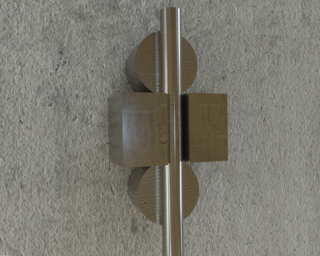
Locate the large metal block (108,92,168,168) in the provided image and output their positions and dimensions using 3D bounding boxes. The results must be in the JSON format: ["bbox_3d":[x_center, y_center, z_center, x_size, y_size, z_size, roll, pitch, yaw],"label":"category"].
[{"bbox_3d":[-0.029,0.001,0.370,0.050,0.080,0.080,-1,90,-20],"label":"large metal block"}]

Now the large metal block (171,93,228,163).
[{"bbox_3d":[0.043,-0.001,0.397,0.050,0.080,0.080,-1,90,-20],"label":"large metal block"}]

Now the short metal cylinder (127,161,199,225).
[{"bbox_3d":[0.003,0.078,0.399,0.081,0.050,0.080,0,90,-20],"label":"short metal cylinder"}]

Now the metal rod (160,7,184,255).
[{"bbox_3d":[0.014,0.013,0.362,0.025,0.025,0.298,-1,90,-20],"label":"metal rod"}]

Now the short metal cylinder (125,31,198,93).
[{"bbox_3d":[0.001,-0.078,0.397,0.081,0.050,0.080,0,90,-20],"label":"short metal cylinder"}]
